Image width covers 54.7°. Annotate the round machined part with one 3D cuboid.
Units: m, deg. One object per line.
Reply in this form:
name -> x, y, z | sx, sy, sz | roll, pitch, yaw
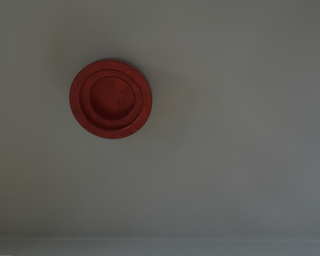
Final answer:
round machined part -> -0.058, -0.039, 0.387 | 0.099, 0.042, 0.097 | 0, 110, 0
